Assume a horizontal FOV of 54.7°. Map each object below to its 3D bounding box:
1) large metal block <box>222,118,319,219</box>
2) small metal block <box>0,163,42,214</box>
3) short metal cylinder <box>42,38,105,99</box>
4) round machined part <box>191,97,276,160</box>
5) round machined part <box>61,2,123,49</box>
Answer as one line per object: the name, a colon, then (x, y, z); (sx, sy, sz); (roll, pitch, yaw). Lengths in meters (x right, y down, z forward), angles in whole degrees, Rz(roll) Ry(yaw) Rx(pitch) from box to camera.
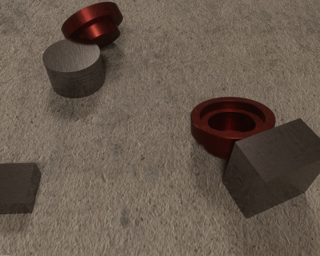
large metal block: (0.121, 0.044, 0.332); (0.081, 0.080, 0.050); (-18, 53, -15)
small metal block: (-0.166, 0.067, 0.345); (0.050, 0.025, 0.050); (-1, 50, -2)
short metal cylinder: (-0.126, -0.090, 0.461); (0.081, 0.050, 0.080); (0, 50, 0)
round machined part: (0.087, 0.002, 0.379); (0.099, 0.042, 0.098); (-3, 32, 2)
round machined part: (-0.103, -0.157, 0.499); (0.099, 0.098, 0.042); (-27, 93, -21)
